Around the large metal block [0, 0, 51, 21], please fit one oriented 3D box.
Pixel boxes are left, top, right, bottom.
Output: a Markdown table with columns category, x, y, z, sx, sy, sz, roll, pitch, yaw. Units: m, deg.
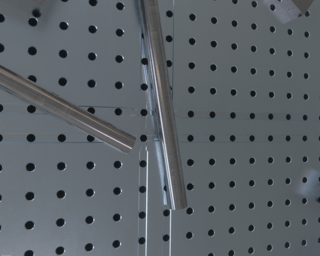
| category | x | y | z | sx | sy | sz | roll | pitch | yaw |
| --- | --- | --- | --- | --- | --- | --- | --- | --- | --- |
| large metal block | -0.154 | -0.180 | 0.342 | 0.080 | 0.050 | 0.080 | 22 | 83 | -19 |

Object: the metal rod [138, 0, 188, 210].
| category | x | y | z | sx | sy | sz | roll | pitch | yaw |
| --- | --- | --- | --- | --- | --- | --- | --- | --- | --- |
| metal rod | 0.003 | -0.040 | 0.413 | 0.025 | 0.025 | 0.298 | -10 | 93 | -20 |

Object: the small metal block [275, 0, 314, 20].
| category | x | y | z | sx | sy | sz | roll | pitch | yaw |
| --- | --- | --- | --- | --- | --- | --- | --- | --- | --- |
| small metal block | 0.216 | -0.211 | 0.492 | 0.050 | 0.025 | 0.050 | 40 | 77 | -16 |

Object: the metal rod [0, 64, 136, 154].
| category | x | y | z | sx | sy | sz | roll | pitch | yaw |
| --- | --- | --- | --- | --- | --- | --- | --- | --- | --- |
| metal rod | -0.162 | -0.048 | 0.352 | 0.301 | 0.025 | 0.025 | 30 | 80 | -18 |
